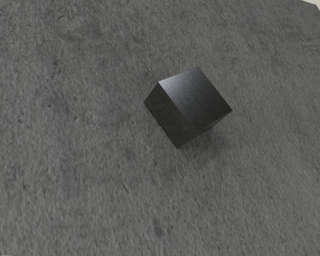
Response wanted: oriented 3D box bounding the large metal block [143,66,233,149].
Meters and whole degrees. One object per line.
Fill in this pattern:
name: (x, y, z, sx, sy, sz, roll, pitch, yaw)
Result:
large metal block: (0.039, -0.030, 0.428, 0.081, 0.050, 0.080, -28, 77, -37)
